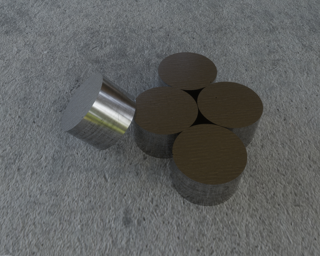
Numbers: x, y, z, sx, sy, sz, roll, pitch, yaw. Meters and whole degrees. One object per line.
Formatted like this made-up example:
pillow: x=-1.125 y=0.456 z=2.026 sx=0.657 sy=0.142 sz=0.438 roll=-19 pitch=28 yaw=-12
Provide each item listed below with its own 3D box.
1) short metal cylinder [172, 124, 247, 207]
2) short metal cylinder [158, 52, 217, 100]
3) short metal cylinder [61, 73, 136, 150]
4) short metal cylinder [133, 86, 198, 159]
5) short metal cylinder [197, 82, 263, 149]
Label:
short metal cylinder: x=0.054 y=0.042 z=0.354 sx=0.080 sy=0.050 sz=0.080 roll=0 pitch=50 yaw=0
short metal cylinder: x=0.038 y=-0.063 z=0.442 sx=0.080 sy=0.050 sz=0.080 roll=0 pitch=50 yaw=0
short metal cylinder: x=-0.075 y=-0.020 z=0.378 sx=0.080 sy=0.050 sz=0.080 roll=-33 pitch=39 yaw=32
short metal cylinder: x=0.006 y=-0.007 z=0.394 sx=0.080 sy=0.050 sz=0.080 roll=0 pitch=50 yaw=0
short metal cylinder: x=0.086 y=-0.015 z=0.401 sx=0.080 sy=0.050 sz=0.080 roll=0 pitch=50 yaw=0
